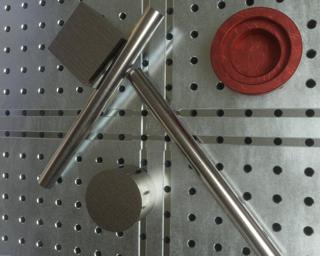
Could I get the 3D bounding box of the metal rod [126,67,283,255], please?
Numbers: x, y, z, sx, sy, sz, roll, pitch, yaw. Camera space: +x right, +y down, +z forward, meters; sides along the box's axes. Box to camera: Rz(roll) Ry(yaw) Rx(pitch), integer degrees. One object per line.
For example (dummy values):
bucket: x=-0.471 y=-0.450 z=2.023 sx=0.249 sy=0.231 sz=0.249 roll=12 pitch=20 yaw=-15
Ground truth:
metal rod: x=0.051 y=0.044 z=0.394 sx=0.025 sy=0.025 sz=0.299 roll=-40 pitch=78 yaw=15

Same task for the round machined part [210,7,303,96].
round machined part: x=0.112 y=-0.086 z=0.364 sx=0.098 sy=0.042 sz=0.097 roll=0 pitch=90 yaw=19

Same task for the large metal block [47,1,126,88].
large metal block: x=-0.093 y=-0.112 z=0.431 sx=0.080 sy=0.050 sz=0.080 roll=44 pitch=103 yaw=14

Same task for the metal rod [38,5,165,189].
metal rod: x=-0.089 y=-0.031 z=0.428 sx=0.025 sy=0.025 sz=0.299 roll=41 pitch=108 yaw=15

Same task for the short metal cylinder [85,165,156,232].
short metal cylinder: x=-0.052 y=0.092 z=0.416 sx=0.080 sy=0.050 sz=0.079 roll=0 pitch=90 yaw=19
